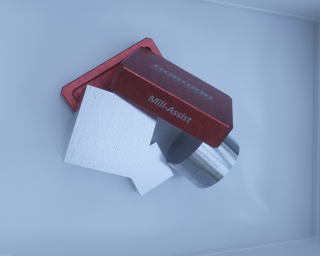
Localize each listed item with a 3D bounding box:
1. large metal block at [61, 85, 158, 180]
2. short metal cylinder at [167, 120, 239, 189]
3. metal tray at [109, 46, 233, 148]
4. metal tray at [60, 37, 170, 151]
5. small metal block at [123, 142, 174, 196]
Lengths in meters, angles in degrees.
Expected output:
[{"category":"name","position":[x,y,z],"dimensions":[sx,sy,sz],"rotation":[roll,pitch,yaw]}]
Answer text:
[{"category":"large metal block","position":[-0.056,0.006,0.342],"dimensions":[0.081,0.050,0.080],"rotation":[17,84,-20]},{"category":"short metal cylinder","position":[0.055,0.031,0.402],"dimensions":[0.050,0.080,0.080],"rotation":[41,77,-16]},{"category":"metal tray","position":[0.019,-0.039,0.351],"dimensions":[0.130,0.090,0.030],"rotation":[29,119,-4]},{"category":"metal tray","position":[-0.045,-0.043,0.390],"dimensions":[0.131,0.030,0.090],"rotation":[-36,102,-17]},{"category":"small metal block","position":[-0.018,0.052,0.403],"dimensions":[0.050,0.025,0.050],"rotation":[-31,100,-18]}]
